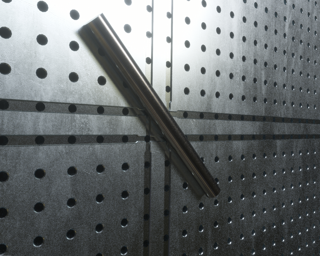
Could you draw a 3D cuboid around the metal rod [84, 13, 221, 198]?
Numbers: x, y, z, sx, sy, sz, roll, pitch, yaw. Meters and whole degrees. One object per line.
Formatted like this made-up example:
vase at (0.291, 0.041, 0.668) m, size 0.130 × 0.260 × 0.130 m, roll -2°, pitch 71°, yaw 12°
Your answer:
metal rod at (0.004, -0.012, 0.411) m, size 0.025 × 0.025 × 0.300 m, roll -50°, pitch 120°, yaw -28°
